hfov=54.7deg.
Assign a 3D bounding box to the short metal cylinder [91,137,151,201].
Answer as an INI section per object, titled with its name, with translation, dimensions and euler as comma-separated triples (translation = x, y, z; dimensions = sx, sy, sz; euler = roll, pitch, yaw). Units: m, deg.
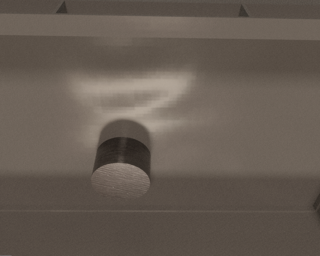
[short metal cylinder]
translation = -0.054, 0.059, 0.442
dimensions = 0.081, 0.050, 0.079
euler = 0, 130, 0
